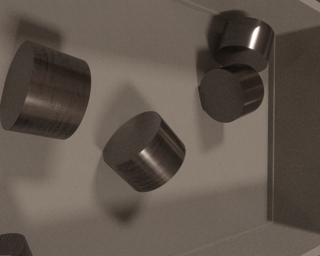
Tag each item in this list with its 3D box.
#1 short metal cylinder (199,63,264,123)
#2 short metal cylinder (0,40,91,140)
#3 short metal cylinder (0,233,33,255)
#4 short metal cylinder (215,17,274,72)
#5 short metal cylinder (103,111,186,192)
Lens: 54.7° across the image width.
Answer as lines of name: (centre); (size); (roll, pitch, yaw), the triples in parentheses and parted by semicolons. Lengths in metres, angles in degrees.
short metal cylinder: (0.106, -0.053, 0.462); (0.050, 0.080, 0.079); (-21, 104, -38)
short metal cylinder: (-0.106, -0.032, 0.283); (0.050, 0.080, 0.080); (14, 81, -40)
short metal cylinder: (-0.142, 0.132, 0.253); (0.081, 0.080, 0.050); (-25, 106, -37)
short metal cylinder: (0.132, -0.127, 0.484); (0.080, 0.080, 0.050); (29, 72, -37)
short metal cylinder: (-0.018, 0.026, 0.358); (0.050, 0.080, 0.080); (50, 60, -29)
